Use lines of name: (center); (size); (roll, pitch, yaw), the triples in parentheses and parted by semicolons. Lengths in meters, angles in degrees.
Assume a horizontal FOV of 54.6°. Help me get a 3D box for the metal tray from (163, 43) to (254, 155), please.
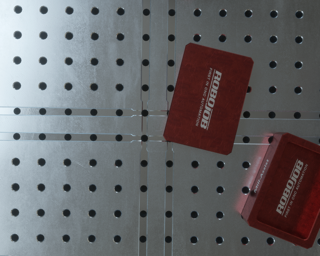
metal tray: (0.062, -0.037, 0.411); (0.090, 0.030, 0.129); (14, 90, 0)

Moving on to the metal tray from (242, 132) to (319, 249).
metal tray: (0.176, 0.081, 0.411); (0.090, 0.030, 0.130); (22, 90, 0)
